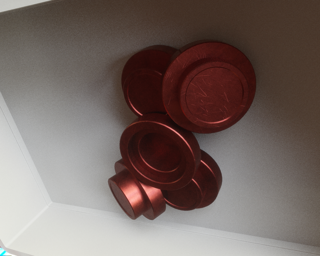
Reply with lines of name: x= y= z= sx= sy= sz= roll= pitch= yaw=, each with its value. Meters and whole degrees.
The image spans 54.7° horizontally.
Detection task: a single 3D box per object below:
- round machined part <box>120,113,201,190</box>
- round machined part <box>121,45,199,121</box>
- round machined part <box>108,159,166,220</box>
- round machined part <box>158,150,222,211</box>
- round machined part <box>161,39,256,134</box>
round machined part: x=0.004 y=0.025 z=0.380 sx=0.098 sy=0.042 sz=0.097 roll=13 pitch=124 yaw=20
round machined part: x=-0.004 y=-0.045 z=0.368 sx=0.098 sy=0.042 sz=0.097 roll=13 pitch=124 yaw=20
round machined part: x=-0.038 y=0.091 z=0.443 sx=0.098 sy=0.042 sz=0.097 roll=43 pitch=151 yaw=32
round machined part: x=0.032 y=0.074 z=0.423 sx=0.098 sy=0.042 sz=0.097 roll=13 pitch=124 yaw=20
round machined part: x=0.051 y=-0.039 z=0.317 sx=0.099 sy=0.042 sz=0.097 roll=-2 pitch=112 yaw=-5
